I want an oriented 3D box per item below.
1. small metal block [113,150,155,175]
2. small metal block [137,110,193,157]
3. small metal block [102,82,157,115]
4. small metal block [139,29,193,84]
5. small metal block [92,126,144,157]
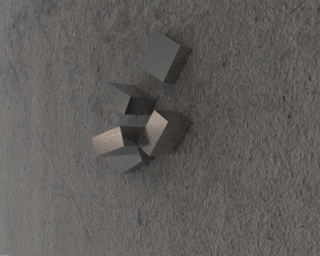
[{"bbox_3d":[-0.041,0.033,0.439,0.050,0.025,0.050,-35,69,34],"label":"small metal block"},{"bbox_3d":[0.007,0.006,0.383,0.025,0.050,0.050,42,115,32],"label":"small metal block"},{"bbox_3d":[-0.042,-0.040,0.423,0.050,0.050,0.025,34,111,35],"label":"small metal block"},{"bbox_3d":[0.006,-0.091,0.400,0.050,0.025,0.050,40,114,32],"label":"small metal block"},{"bbox_3d":[-0.049,0.018,0.397,0.050,0.050,0.025,-21,76,34],"label":"small metal block"}]
